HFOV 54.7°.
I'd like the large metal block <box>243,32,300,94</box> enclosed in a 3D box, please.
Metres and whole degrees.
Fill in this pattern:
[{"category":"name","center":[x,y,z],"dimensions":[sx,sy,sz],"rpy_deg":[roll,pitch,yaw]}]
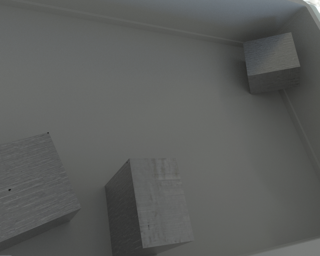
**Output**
[{"category":"large metal block","center":[0.192,-0.111,0.537],"dimensions":[0.080,0.050,0.080],"rpy_deg":[-8,56,17]}]

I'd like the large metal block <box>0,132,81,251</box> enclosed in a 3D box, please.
[{"category":"large metal block","center":[-0.131,0.059,0.284],"dimensions":[0.081,0.050,0.080],"rpy_deg":[-17,71,-35]}]

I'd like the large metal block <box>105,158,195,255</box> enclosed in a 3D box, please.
[{"category":"large metal block","center":[-0.016,0.083,0.313],"dimensions":[0.050,0.080,0.080],"rpy_deg":[3,61,-27]}]
